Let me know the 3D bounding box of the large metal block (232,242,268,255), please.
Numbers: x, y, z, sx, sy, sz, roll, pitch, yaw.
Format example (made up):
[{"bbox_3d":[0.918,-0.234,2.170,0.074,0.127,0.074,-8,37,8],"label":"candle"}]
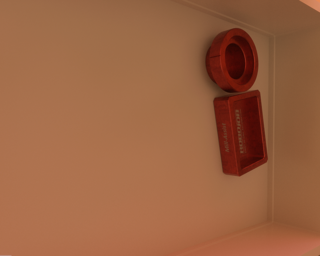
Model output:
[{"bbox_3d":[0.152,0.258,0.524,0.080,0.050,0.080,-46,118,-30],"label":"large metal block"}]

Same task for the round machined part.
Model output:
[{"bbox_3d":[0.110,-0.104,0.490,0.099,0.042,0.097,0,90,-40],"label":"round machined part"}]

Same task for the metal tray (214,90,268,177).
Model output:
[{"bbox_3d":[0.138,0.006,0.522,0.091,0.030,0.129,-16,100,-39],"label":"metal tray"}]
